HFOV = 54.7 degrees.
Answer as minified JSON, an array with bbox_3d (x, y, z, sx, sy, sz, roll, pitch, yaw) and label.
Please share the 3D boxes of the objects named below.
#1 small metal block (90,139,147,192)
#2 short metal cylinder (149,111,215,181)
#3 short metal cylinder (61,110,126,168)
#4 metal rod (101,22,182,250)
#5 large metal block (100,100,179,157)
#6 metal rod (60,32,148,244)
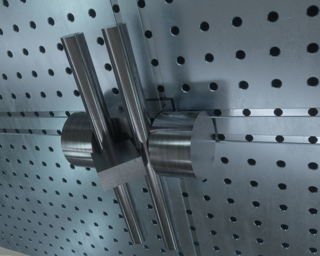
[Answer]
[{"bbox_3d":[-0.049,0.042,0.361,0.050,0.050,0.025,-135,28,-61],"label":"small metal block"},{"bbox_3d":[0.029,0.020,0.367,0.050,0.080,0.080,1,119,29],"label":"short metal cylinder"},{"bbox_3d":[-0.088,0.015,0.427,0.050,0.080,0.080,1,119,27],"label":"short metal cylinder"},{"bbox_3d":[-0.014,0.030,0.368,0.025,0.025,0.298,1,119,28],"label":"metal rod"},{"bbox_3d":[-0.024,0.011,0.409,0.080,0.050,0.080,1,119,27],"label":"large metal block"},{"bbox_3d":[-0.062,0.031,0.395,0.025,0.025,0.298,1,119,28],"label":"metal rod"}]
